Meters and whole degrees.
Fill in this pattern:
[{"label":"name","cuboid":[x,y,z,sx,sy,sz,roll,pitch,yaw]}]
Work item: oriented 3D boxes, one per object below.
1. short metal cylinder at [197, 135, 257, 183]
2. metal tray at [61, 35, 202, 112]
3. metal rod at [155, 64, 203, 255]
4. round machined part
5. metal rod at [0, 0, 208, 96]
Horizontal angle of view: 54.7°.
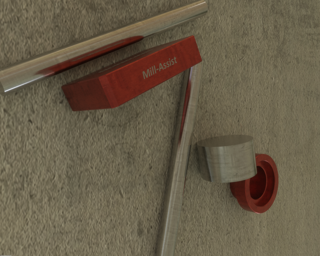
[{"label":"short metal cylinder","cuboid":[0.097,0.042,0.450,0.081,0.080,0.050,-14,99,-39]},{"label":"metal tray","cuboid":[-0.029,-0.060,0.337,0.131,0.090,0.030,-33,111,-35]},{"label":"metal rod","cuboid":[0.025,0.056,0.425,0.025,0.025,0.299,16,80,-39]},{"label":"round machined part","cuboid":[0.156,0.091,0.524,0.099,0.042,0.097,0,90,-40]},{"label":"metal rod","cuboid":[-0.044,-0.108,0.367,0.302,0.025,0.025,-33,111,-35]}]
